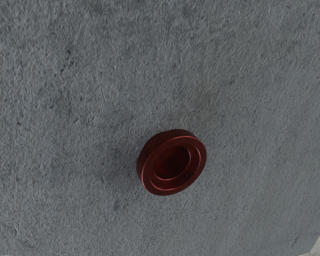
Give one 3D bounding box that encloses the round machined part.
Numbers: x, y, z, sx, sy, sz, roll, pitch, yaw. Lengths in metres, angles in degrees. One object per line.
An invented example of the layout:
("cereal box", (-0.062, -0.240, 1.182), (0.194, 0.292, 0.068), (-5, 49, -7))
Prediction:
("round machined part", (0.012, 0.043, 0.432), (0.099, 0.042, 0.097), (-14, 125, -21))
